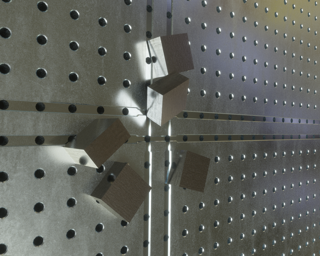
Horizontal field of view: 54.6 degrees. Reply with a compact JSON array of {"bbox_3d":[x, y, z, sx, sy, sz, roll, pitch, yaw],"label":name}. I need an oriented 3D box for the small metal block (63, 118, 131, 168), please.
[{"bbox_3d":[-0.068,0.015,0.335,0.050,0.050,0.025,-46,118,-30],"label":"small metal block"}]

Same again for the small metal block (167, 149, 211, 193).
[{"bbox_3d":[0.042,0.061,0.443,0.050,0.025,0.050,22,76,-38],"label":"small metal block"}]

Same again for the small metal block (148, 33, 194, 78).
[{"bbox_3d":[0.016,-0.099,0.421,0.050,0.025,0.050,-21,103,-38],"label":"small metal block"}]

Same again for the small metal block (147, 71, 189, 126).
[{"bbox_3d":[0.010,-0.038,0.401,0.050,0.025,0.050,-36,146,-34],"label":"small metal block"}]

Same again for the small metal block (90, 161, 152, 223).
[{"bbox_3d":[-0.045,0.076,0.371,0.050,0.025,0.050,50,61,-29],"label":"small metal block"}]
